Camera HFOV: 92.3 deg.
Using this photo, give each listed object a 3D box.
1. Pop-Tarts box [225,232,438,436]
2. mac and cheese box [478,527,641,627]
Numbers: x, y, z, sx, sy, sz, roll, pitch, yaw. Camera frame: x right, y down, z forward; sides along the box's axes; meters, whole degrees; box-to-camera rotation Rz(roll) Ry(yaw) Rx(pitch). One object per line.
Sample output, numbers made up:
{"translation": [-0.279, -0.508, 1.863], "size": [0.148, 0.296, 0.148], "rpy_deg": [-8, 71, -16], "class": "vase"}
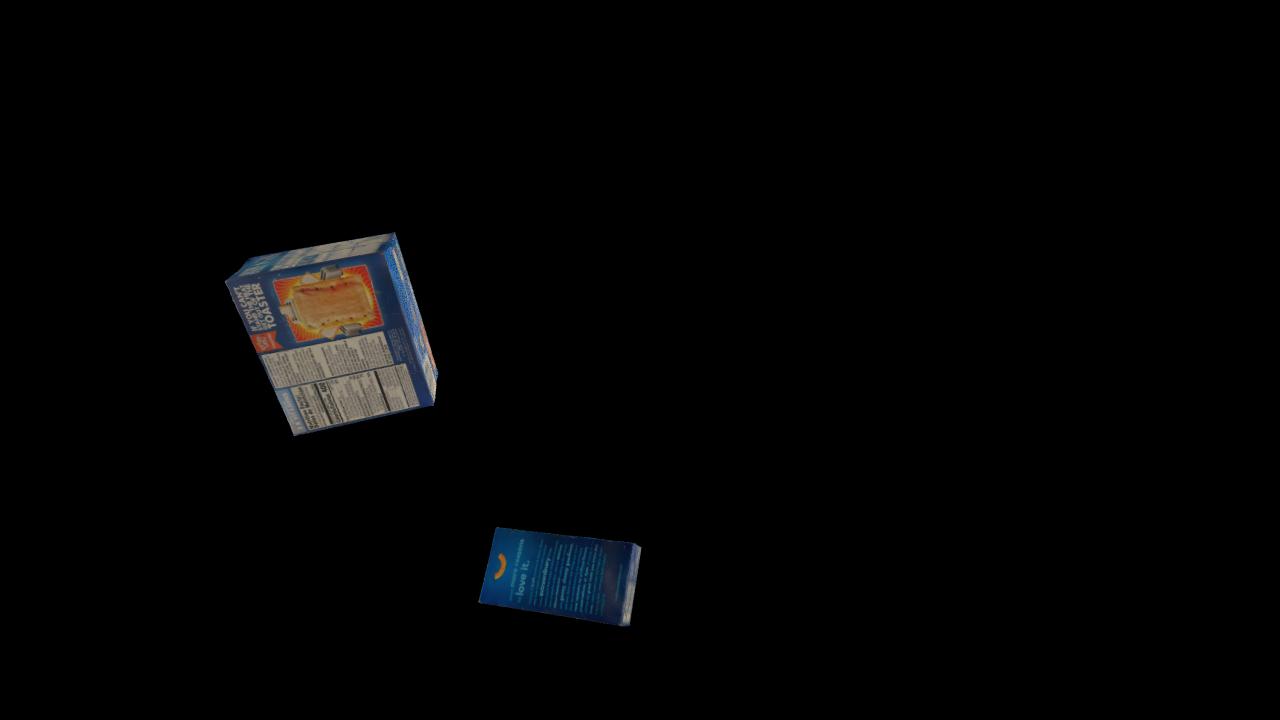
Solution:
{"translation": [-0.297, -0.028, 0.621], "size": [0.141, 0.167, 0.083], "rpy_deg": [-13, 26, -9], "class": "Pop-Tarts box"}
{"translation": [-0.096, 0.259, 0.742], "size": [0.184, 0.093, 0.041], "rpy_deg": [2, -22, 18], "class": "mac and cheese box"}
